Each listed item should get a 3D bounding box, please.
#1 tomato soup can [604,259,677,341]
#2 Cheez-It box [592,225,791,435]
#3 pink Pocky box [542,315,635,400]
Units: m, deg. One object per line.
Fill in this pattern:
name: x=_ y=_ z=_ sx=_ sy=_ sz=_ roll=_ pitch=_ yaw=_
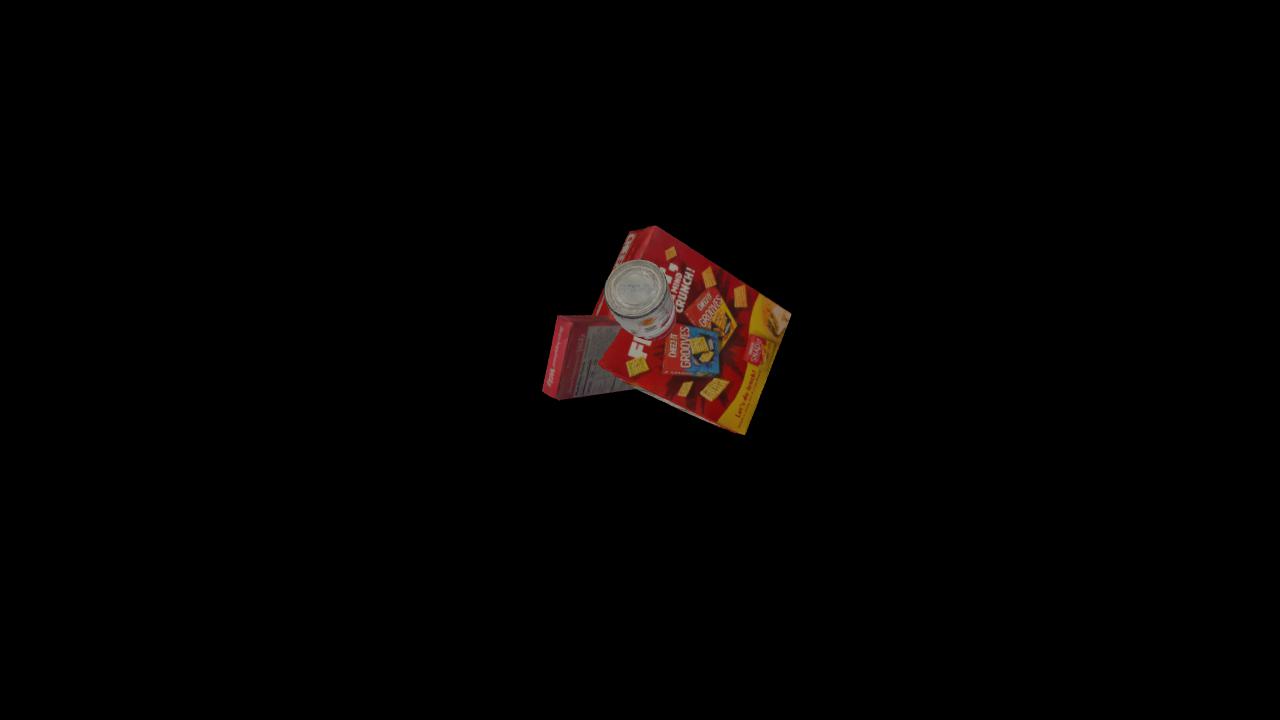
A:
tomato soup can: x=0.005 y=-0.055 z=0.660 sx=0.068 sy=0.068 sz=0.101 roll=0 pitch=-20 yaw=12
Cheez-It box: x=0.056 y=-0.029 z=0.720 sx=0.223 sy=0.166 sz=0.071 roll=26 pitch=-8 yaw=-28
pink Pocky box: x=-0.033 y=-0.006 z=0.666 sx=0.029 sy=0.084 sz=0.155 roll=27 pitch=21 yaw=37
